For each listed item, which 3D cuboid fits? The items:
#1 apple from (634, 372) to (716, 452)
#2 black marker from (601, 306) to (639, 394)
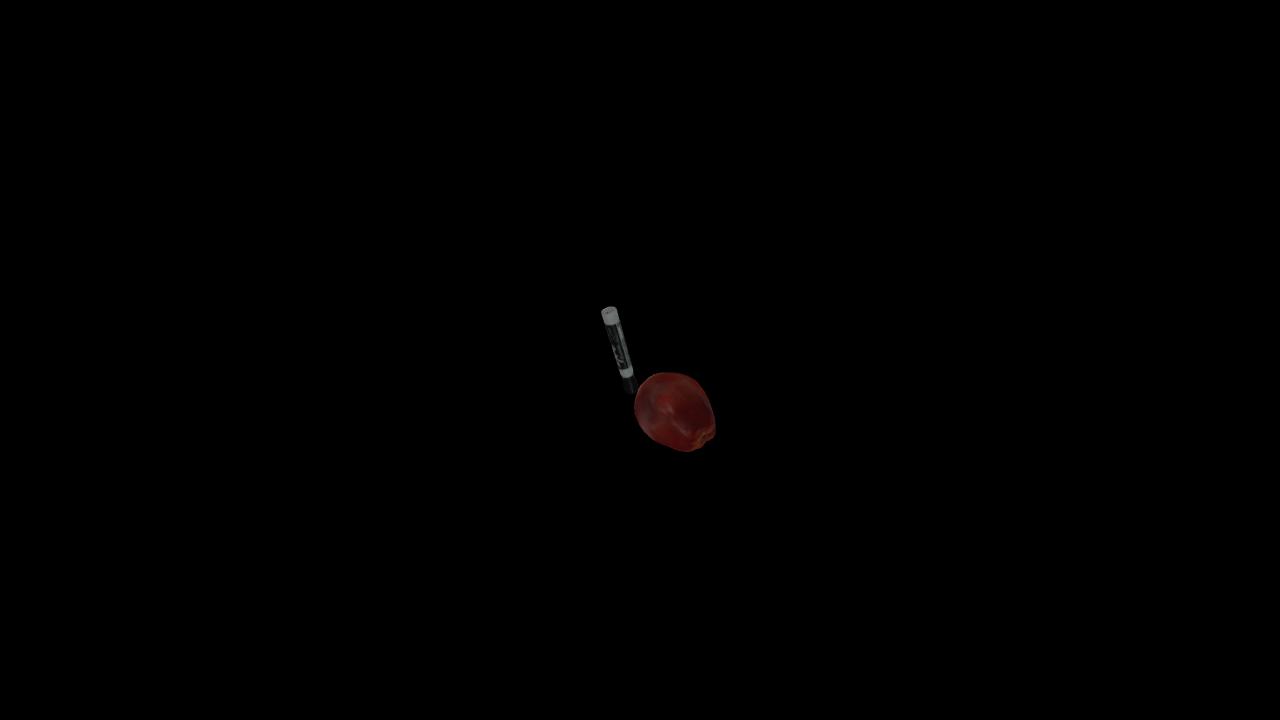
[{"bbox_3d":[0.037,0.053,0.655,0.079,0.079,0.093,0,41,-53],"label":"apple"},{"bbox_3d":[-0.023,-0.008,0.744,0.020,0.121,0.020,-11,32,7],"label":"black marker"}]
